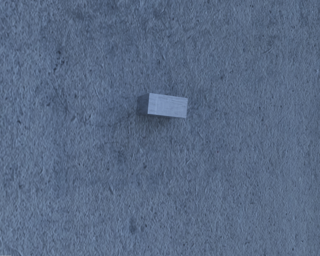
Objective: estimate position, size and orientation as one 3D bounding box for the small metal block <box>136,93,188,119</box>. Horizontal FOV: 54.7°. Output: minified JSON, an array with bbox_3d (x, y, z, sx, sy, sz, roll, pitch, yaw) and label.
[{"bbox_3d":[0.001,-0.027,0.398,0.050,0.050,0.025,6,88,-20],"label":"small metal block"}]
